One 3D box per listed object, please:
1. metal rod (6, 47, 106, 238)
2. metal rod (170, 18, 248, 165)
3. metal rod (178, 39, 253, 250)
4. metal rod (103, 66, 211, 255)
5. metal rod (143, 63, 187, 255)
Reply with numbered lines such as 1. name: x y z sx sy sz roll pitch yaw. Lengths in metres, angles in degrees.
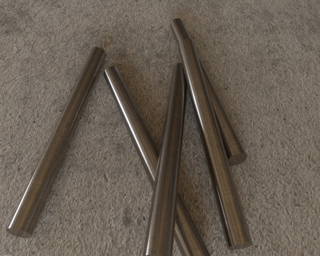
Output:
1. metal rod: -0.121 -0.007 0.408 0.025 0.025 0.300 6 50 5
2. metal rod: 0.062 -0.075 0.466 0.025 0.025 0.300 -9 51 -8
3. metal rod: 0.060 -0.005 0.390 0.025 0.025 0.299 -6 55 -5
4. metal rod: -0.018 0.023 0.383 0.025 0.025 0.300 -17 52 -14
5. metal rod: 0.015 0.011 0.369 0.025 0.025 0.300 5 43 4
